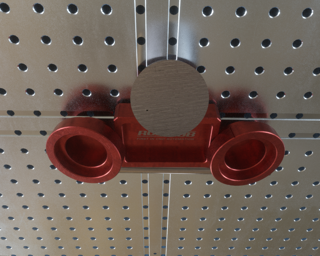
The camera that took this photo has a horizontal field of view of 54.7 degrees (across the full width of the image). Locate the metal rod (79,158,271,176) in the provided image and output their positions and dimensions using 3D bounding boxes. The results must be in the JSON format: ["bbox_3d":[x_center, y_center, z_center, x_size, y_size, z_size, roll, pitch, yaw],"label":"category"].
[{"bbox_3d":[0.010,0.055,0.453,0.302,0.025,0.025,1,130,-2],"label":"metal rod"}]

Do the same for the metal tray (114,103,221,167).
[{"bbox_3d":[0.008,0.012,0.413,0.131,0.030,0.089,0,131,-1],"label":"metal tray"}]

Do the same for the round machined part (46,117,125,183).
[{"bbox_3d":[-0.094,0.025,0.409,0.099,0.042,0.097,5,128,6],"label":"round machined part"}]

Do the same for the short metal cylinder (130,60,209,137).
[{"bbox_3d":[0.010,-0.035,0.341,0.081,0.050,0.079,0,104,0],"label":"short metal cylinder"}]

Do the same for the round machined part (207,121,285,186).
[{"bbox_3d":[0.110,0.029,0.415,0.099,0.042,0.097,-5,129,-6],"label":"round machined part"}]
